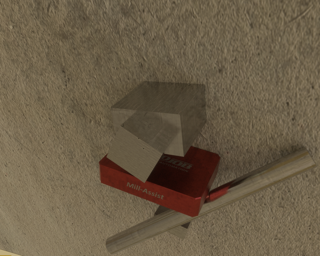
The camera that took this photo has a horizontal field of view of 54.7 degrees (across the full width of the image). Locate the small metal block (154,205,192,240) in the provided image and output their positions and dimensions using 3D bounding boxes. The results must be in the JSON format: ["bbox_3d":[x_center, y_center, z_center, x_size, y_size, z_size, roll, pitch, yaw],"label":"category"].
[{"bbox_3d":[0.023,0.128,0.456,0.050,0.050,0.025,21,126,15],"label":"small metal block"}]

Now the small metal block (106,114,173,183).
[{"bbox_3d":[-0.023,0.022,0.328,0.050,0.025,0.050,34,129,5],"label":"small metal block"}]

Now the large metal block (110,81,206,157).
[{"bbox_3d":[0.002,-0.015,0.360,0.080,0.080,0.050,7,122,24],"label":"large metal block"}]

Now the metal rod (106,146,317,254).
[{"bbox_3d":[0.048,0.102,0.398,0.300,0.025,0.025,-31,102,23],"label":"metal rod"}]

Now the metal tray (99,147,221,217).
[{"bbox_3d":[0.001,0.051,0.394,0.130,0.090,0.030,16,125,18],"label":"metal tray"}]
